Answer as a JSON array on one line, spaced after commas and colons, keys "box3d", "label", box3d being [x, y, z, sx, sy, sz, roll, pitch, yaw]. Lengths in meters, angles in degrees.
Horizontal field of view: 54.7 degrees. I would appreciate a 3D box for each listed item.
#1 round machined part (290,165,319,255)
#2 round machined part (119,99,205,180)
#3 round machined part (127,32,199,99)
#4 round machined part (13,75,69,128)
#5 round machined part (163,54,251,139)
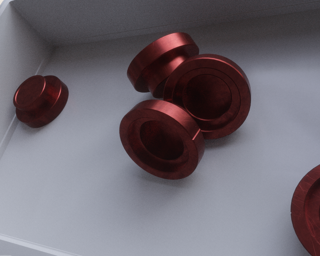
[{"box3d": [0.165, 0.076, 0.255, 0.098, 0.042, 0.098, -21, 49, 26], "label": "round machined part"}, {"box3d": [0.006, 0.009, 0.357, 0.098, 0.097, 0.042, 5, 36, 30], "label": "round machined part"}, {"box3d": [0.010, -0.075, 0.404, 0.098, 0.098, 0.042, -33, 76, 6], "label": "round machined part"}, {"box3d": [-0.212, -0.052, 0.535, 0.098, 0.042, 0.098, -13, 56, 20], "label": "round machined part"}, {"box3d": [0.057, -0.039, 0.365, 0.098, 0.097, 0.042, -11, 21, 21], "label": "round machined part"}]
